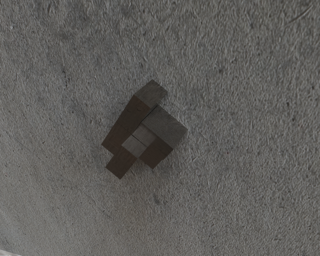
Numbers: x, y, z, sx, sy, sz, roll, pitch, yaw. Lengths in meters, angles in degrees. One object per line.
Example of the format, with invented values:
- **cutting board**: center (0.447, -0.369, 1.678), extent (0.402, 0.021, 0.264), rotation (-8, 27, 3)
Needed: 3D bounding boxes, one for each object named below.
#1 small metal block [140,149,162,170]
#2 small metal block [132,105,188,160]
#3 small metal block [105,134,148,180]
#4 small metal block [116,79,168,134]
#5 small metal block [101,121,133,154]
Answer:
- **small metal block**: center (-0.011, 0.021, 0.426), extent (0.050, 0.025, 0.050), rotation (40, 129, 0)
- **small metal block**: center (0.001, 0.005, 0.393), extent (0.050, 0.050, 0.025), rotation (40, 129, 0)
- **small metal block**: center (-0.037, 0.031, 0.397), extent (0.025, 0.050, 0.050), rotation (40, 129, 1)
- **small metal block**: center (-0.022, -0.027, 0.385), extent (0.025, 0.050, 0.050), rotation (40, 129, 1)
- **small metal block**: center (-0.046, 0.003, 0.416), extent (0.025, 0.050, 0.050), rotation (40, 129, 1)
